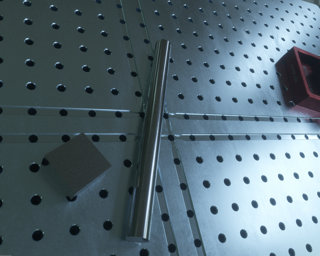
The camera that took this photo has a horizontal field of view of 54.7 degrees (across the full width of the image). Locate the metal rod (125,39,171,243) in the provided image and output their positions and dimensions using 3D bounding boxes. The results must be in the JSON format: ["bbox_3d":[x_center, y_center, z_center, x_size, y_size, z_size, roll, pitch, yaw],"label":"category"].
[{"bbox_3d":[-0.009,-0.007,0.407,0.025,0.025,0.300,19,54,-18],"label":"metal rod"}]

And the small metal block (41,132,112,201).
[{"bbox_3d":[-0.090,0.041,0.335,0.050,0.025,0.050,49,51,6],"label":"small metal block"}]

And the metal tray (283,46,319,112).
[{"bbox_3d":[0.306,-0.098,0.628,0.091,0.030,0.130,14,56,-21],"label":"metal tray"}]
